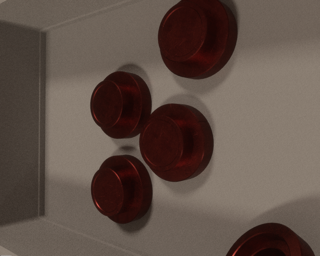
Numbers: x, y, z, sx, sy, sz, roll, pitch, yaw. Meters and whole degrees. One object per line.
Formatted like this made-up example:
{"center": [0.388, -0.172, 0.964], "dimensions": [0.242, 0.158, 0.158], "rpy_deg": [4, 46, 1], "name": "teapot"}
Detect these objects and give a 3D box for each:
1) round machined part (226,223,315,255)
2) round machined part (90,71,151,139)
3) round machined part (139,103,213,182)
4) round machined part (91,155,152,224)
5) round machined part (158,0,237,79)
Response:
{"center": [0.103, 0.142, 0.287], "dimensions": [0.042, 0.098, 0.098], "rpy_deg": [40, 122, -12], "name": "round machined part"}
{"center": [-0.063, -0.033, 0.445], "dimensions": [0.098, 0.042, 0.097], "rpy_deg": [0, 90, 39], "name": "round machined part"}
{"center": [0.013, 0.018, 0.383], "dimensions": [0.098, 0.042, 0.097], "rpy_deg": [0, 90, 39], "name": "round machined part"}
{"center": [-0.062, 0.088, 0.444], "dimensions": [0.098, 0.042, 0.097], "rpy_deg": [0, 90, 39], "name": "round machined part"}
{"center": [0.036, -0.108, 0.364], "dimensions": [0.098, 0.042, 0.097], "rpy_deg": [0, 90, 39], "name": "round machined part"}
